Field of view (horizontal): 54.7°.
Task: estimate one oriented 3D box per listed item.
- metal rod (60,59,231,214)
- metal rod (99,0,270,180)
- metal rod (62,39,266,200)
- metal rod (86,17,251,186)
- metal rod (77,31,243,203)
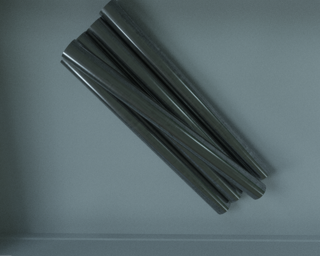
[{"bbox_3d":[-0.009,0.014,0.415,0.025,0.025,0.300,-41,105,14],"label":"metal rod"},{"bbox_3d":[0.041,-0.038,0.396,0.025,0.025,0.300,-41,105,14],"label":"metal rod"},{"bbox_3d":[0.015,-0.002,0.382,0.301,0.025,0.025,37,106,-13],"label":"metal rod"},{"bbox_3d":[0.025,-0.020,0.403,0.025,0.025,0.300,-41,105,14],"label":"metal rod"},{"bbox_3d":[0.006,-0.005,0.408,0.025,0.025,0.300,-41,105,14],"label":"metal rod"}]
